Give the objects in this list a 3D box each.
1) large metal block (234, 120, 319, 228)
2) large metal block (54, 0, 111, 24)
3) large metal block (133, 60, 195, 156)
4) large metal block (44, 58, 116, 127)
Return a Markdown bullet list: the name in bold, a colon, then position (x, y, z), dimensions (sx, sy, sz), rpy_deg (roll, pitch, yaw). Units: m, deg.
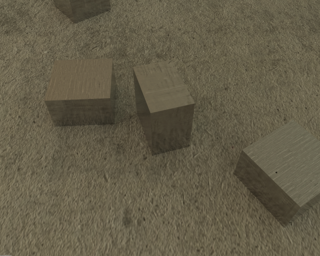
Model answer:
- **large metal block**: position (0.145, 0.048, 0.347), dimensions (0.081, 0.050, 0.080), rpy_deg (-27, 55, -21)
- **large metal block**: position (-0.154, -0.256, 0.601), dimensions (0.081, 0.050, 0.080), rpy_deg (-32, 57, -24)
- **large metal block**: position (0.002, -0.025, 0.389), dimensions (0.050, 0.080, 0.080), rpy_deg (-13, 51, -11)
- **large metal block**: position (-0.105, -0.050, 0.428), dimensions (0.081, 0.050, 0.080), rpy_deg (-2, 50, -2)
